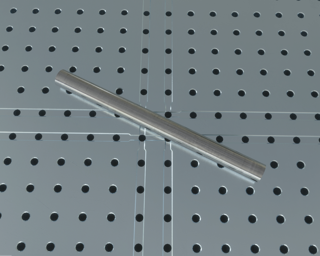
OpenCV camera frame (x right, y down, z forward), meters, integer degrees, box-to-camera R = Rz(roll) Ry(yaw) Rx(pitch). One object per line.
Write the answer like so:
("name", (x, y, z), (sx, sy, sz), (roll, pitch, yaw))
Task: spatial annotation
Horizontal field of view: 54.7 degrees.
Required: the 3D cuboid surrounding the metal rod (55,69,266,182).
("metal rod", (-0.006, -0.007, 0.414), (0.301, 0.025, 0.025), (26, 72, 8))
